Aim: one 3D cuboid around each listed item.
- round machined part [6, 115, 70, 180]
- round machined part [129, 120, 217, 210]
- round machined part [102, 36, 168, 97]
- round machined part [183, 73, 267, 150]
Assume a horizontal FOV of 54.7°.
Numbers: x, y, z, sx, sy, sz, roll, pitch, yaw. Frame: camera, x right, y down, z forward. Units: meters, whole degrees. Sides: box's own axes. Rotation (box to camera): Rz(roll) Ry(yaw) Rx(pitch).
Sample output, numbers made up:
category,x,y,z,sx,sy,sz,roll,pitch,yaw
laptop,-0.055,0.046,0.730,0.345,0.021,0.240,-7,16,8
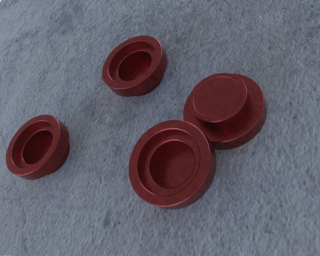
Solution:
category,x,y,z,sx,sy,sz,roll,pitch,yaw
round machined part,-0.176,0.032,0.463,0.098,0.042,0.098,-13,56,20
round machined part,0.017,0.043,0.352,0.098,0.042,0.098,-12,62,24
round machined part,-0.033,-0.087,0.462,0.098,0.042,0.098,-13,56,20
round machined part,0.073,-0.027,0.370,0.098,0.042,0.098,-13,56,20
